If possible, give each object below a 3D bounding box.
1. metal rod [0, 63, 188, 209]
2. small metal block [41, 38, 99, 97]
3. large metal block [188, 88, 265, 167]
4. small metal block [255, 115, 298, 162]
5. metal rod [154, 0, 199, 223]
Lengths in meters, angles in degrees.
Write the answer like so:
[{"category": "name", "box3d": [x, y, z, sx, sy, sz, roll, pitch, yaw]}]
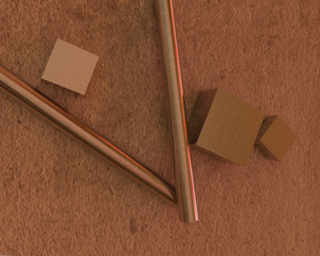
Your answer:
[{"category": "metal rod", "box3d": [-0.083, 0.014, 0.378, 0.301, 0.025, 0.025, 37, 78, -17]}, {"category": "small metal block", "box3d": [-0.107, -0.071, 0.370, 0.050, 0.025, 0.050, 22, 83, -19]}, {"category": "large metal block", "box3d": [0.086, 0.000, 0.429, 0.080, 0.050, 0.080, 25, 82, -19]}, {"category": "small metal block", "box3d": [0.174, 0.016, 0.475, 0.050, 0.025, 0.050, 44, 76, -15]}, {"category": "metal rod", "box3d": [0.020, -0.031, 0.402, 0.025, 0.025, 0.298, -5, 86, -20]}]
